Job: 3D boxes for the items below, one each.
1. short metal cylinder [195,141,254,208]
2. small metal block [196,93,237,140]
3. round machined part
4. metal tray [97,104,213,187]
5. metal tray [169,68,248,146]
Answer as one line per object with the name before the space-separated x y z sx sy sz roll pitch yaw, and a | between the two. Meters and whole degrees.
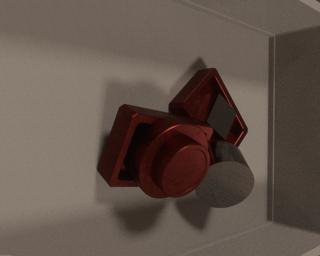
short metal cylinder | 0.086 0.066 0.438 0.081 0.050 0.079 -2 119 -3
small metal block | 0.083 -0.016 0.462 0.050 0.025 0.050 41 65 -33
round machined part | 0.018 0.040 0.355 0.099 0.042 0.097 -18 123 -29
metal tray | -0.002 0.027 0.382 0.131 0.030 0.089 9 108 -40
metal tray | 0.079 -0.014 0.471 0.090 0.030 0.130 -50 120 -28
